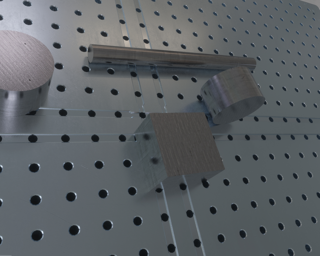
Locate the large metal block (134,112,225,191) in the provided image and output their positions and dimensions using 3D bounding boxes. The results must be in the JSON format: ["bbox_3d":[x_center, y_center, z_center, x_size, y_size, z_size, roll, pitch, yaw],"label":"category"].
[{"bbox_3d":[0.023,0.028,0.388,0.081,0.050,0.080,-2,63,-29],"label":"large metal block"}]

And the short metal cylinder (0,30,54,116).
[{"bbox_3d":[-0.162,-0.060,0.341,0.081,0.050,0.080,14,56,-21],"label":"short metal cylinder"}]

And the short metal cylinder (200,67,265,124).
[{"bbox_3d":[0.107,-0.046,0.459,0.081,0.080,0.050,-7,66,-31],"label":"short metal cylinder"}]

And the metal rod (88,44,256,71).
[{"bbox_3d":[0.037,-0.109,0.494,0.303,0.025,0.025,-4,64,-30],"label":"metal rod"}]
